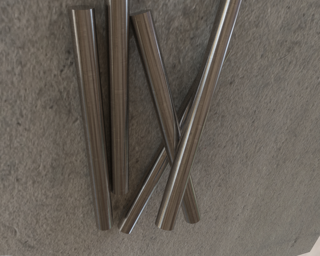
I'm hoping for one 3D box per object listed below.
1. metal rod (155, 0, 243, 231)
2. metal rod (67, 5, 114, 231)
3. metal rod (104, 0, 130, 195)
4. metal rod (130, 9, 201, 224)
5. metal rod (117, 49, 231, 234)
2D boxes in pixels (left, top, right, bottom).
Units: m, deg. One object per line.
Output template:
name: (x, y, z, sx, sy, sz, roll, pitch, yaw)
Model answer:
metal rod: (0.046, -0.019, 0.374, 0.025, 0.025, 0.298, 12, 98, -34)
metal rod: (-0.078, 0.012, 0.372, 0.025, 0.025, 0.298, -13, 124, -22)
metal rod: (-0.048, -0.043, 0.354, 0.025, 0.025, 0.298, -11, 123, -23)
metal rod: (0.014, 0.007, 0.392, 0.025, 0.025, 0.298, -23, 119, -15)
metal rod: (0.012, 0.026, 0.431, 0.025, 0.025, 0.298, 16, 110, -35)
